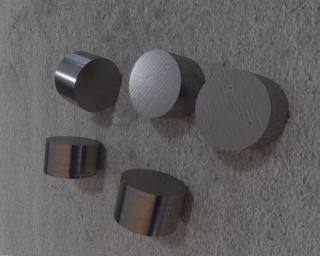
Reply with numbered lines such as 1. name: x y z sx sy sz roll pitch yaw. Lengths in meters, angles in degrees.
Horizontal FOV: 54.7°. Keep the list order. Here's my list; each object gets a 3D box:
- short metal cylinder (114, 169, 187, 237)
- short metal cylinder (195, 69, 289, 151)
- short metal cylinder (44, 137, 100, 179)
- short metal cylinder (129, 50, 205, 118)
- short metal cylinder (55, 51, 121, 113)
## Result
1. short metal cylinder: -0.012 0.088 0.379 0.080 0.081 0.050 21 104 38
2. short metal cylinder: 0.084 -0.018 0.319 0.080 0.050 0.080 0 90 40
3. short metal cylinder: -0.137 0.044 0.482 0.080 0.081 0.050 11 97 39
4. short metal cylinder: 0.008 -0.052 0.382 0.080 0.050 0.080 0 90 40
5. short metal cylinder: -0.105 -0.068 0.456 0.050 0.081 0.079 26 106 37
